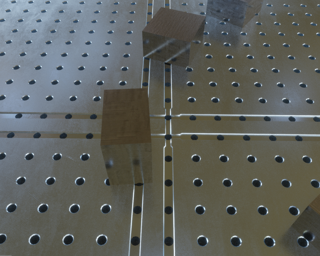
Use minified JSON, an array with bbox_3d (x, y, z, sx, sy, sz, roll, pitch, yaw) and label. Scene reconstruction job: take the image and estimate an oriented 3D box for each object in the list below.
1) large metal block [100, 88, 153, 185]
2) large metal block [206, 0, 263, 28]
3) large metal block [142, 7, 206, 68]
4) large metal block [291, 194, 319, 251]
[{"bbox_3d":[-0.037,0.011,0.362,0.050,0.080,0.080,-3,50,-3],"label":"large metal block"},{"bbox_3d":[0.147,-0.248,0.601,0.080,0.050,0.080,30,56,22],"label":"large metal block"},{"bbox_3d":[0.024,-0.154,0.521,0.080,0.050,0.080,17,52,13],"label":"large metal block"},{"bbox_3d":[0.199,0.095,0.314,0.081,0.050,0.080,-32,57,-24],"label":"large metal block"}]
